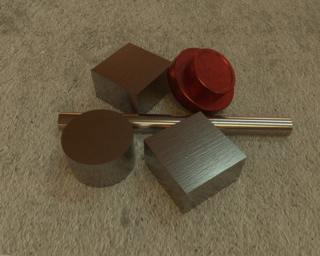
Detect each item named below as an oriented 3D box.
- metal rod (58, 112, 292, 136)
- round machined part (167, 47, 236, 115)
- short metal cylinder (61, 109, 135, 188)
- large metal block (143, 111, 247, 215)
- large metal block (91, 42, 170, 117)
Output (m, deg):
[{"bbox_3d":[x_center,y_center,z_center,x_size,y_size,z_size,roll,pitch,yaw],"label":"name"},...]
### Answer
[{"bbox_3d":[0.019,-0.005,0.411,0.302,0.025,0.025,1,50,0],"label":"metal rod"},{"bbox_3d":[0.063,-0.068,0.421,0.099,0.042,0.098,12,63,-25],"label":"round machined part"},{"bbox_3d":[-0.070,0.024,0.367,0.081,0.050,0.080,0,50,0],"label":"short metal cylinder"},{"bbox_3d":[0.037,0.038,0.357,0.081,0.050,0.080,-27,55,-21],"label":"large metal block"},{"bbox_3d":[-0.037,-0.068,0.443,0.080,0.050,0.080,30,56,22],"label":"large metal block"}]
